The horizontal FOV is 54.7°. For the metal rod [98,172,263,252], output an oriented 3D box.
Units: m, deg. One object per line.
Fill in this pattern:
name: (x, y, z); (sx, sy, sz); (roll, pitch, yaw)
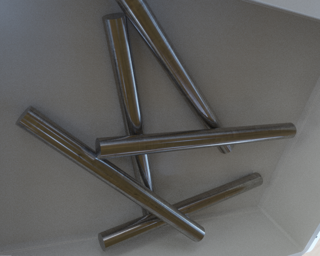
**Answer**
metal rod: (0.050, 0.122, 0.487); (0.303, 0.025, 0.025); (-13, 124, -30)

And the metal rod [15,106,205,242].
metal rod: (-0.043, 0.073, 0.394); (0.025, 0.025, 0.301); (-47, 118, 4)

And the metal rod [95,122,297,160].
metal rod: (0.066, 0.014, 0.416); (0.303, 0.025, 0.025); (-4, 120, -25)

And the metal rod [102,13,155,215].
metal rod: (-0.030, 0.009, 0.397); (0.025, 0.025, 0.298); (-19, 126, -17)

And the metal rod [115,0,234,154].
metal rod: (0.031, -0.055, 0.382); (0.025, 0.025, 0.300); (-41, 132, 0)
